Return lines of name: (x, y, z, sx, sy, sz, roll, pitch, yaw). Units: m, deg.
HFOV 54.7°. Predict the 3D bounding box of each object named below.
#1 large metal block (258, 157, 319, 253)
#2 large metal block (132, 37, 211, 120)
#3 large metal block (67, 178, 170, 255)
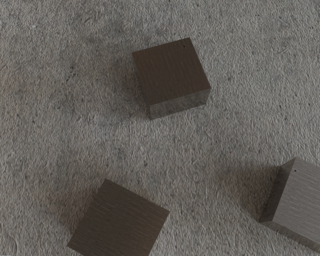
large metal block: (0.175, 0.092, 0.362, 0.080, 0.050, 0.080, 26, 72, 9)
large metal block: (0.014, -0.066, 0.419, 0.081, 0.050, 0.080, -17, 71, -6)
large metal block: (-0.043, 0.115, 0.352, 0.080, 0.050, 0.080, 26, 72, 9)
